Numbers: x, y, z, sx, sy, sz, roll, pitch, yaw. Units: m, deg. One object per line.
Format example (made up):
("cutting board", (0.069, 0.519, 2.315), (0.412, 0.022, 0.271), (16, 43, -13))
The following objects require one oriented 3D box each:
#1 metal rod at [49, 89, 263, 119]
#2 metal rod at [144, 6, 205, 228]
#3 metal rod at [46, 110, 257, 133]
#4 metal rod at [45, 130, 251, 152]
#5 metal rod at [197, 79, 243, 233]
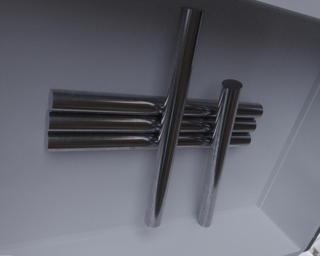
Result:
("metal rod", (0.017, -0.028, 0.401), (0.303, 0.025, 0.025), (1, 118, -29))
("metal rod", (0.012, 0.007, 0.387), (0.025, 0.025, 0.298), (-5, 121, -26))
("metal rod", (0.010, -0.006, 0.410), (0.303, 0.025, 0.025), (1, 118, -29))
("metal rod", (0.004, 0.016, 0.421), (0.303, 0.025, 0.025), (1, 118, -29))
("metal rod", (0.083, 0.063, 0.468), (0.025, 0.025, 0.298), (-15, 132, -20))
